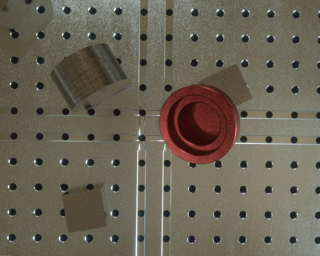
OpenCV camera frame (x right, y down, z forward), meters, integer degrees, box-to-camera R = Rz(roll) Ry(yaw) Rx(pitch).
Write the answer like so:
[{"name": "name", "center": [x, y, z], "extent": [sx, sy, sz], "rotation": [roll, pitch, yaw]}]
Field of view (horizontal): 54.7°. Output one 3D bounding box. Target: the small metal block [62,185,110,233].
[{"name": "small metal block", "center": [-0.098, 0.107, 0.412], "extent": [0.050, 0.025, 0.050], "rotation": [-9, 90, -1]}]

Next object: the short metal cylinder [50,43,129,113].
[{"name": "short metal cylinder", "center": [-0.086, -0.061, 0.385], "extent": [0.080, 0.080, 0.050], "rotation": [-31, 90, 0]}]

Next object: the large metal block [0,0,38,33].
[{"name": "large metal block", "center": [-0.209, -0.185, 0.398], "extent": [0.080, 0.050, 0.080], "rotation": [37, 90, -1]}]

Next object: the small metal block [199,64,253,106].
[{"name": "small metal block", "center": [0.087, -0.051, 0.415], "extent": [0.050, 0.025, 0.050], "rotation": [-25, 90, -1]}]

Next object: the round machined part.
[{"name": "round machined part", "center": [0.053, -0.007, 0.392], "extent": [0.098, 0.042, 0.097], "rotation": [7, 106, 25]}]
